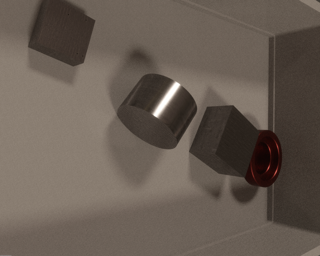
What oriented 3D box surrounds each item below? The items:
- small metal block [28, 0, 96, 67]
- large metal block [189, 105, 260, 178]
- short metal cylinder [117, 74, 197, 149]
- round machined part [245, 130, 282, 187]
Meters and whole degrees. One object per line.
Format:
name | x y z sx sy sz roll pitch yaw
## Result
small metal block | -0.101 -0.099 0.323 0.050 0.025 0.050 20 77 -39
large metal block | 0.101 0.021 0.478 0.080 0.050 0.080 37 67 -34
short metal cylinder | -0.003 -0.018 0.370 0.080 0.080 0.050 48 62 -30
round machined part | 0.169 0.052 0.540 0.099 0.042 0.097 0 90 -40
